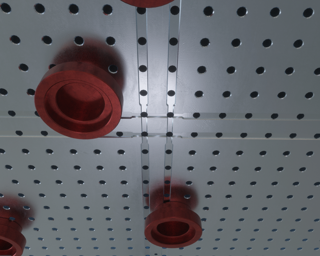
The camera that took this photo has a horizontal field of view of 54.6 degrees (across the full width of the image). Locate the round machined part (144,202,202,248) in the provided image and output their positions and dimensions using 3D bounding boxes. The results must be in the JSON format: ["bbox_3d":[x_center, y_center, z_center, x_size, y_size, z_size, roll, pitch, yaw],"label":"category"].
[{"bbox_3d":[0.023,0.166,0.541,0.099,0.042,0.097,0,130,0],"label":"round machined part"}]

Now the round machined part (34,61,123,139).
[{"bbox_3d":[-0.093,-0.036,0.369,0.099,0.042,0.097,0,130,0],"label":"round machined part"}]

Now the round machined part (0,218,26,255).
[{"bbox_3d":[-0.296,0.201,0.569,0.099,0.042,0.097,0,130,0],"label":"round machined part"}]

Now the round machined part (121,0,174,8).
[{"bbox_3d":[-0.012,-0.153,0.270,0.099,0.042,0.097,0,130,0],"label":"round machined part"}]
